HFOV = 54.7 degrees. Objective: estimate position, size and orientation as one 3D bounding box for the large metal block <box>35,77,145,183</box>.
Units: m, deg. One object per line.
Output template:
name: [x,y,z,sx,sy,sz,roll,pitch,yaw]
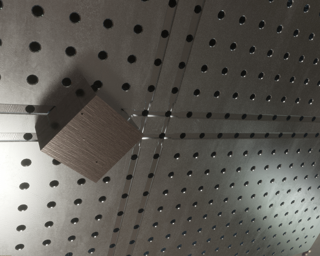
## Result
large metal block: [-0.080,0.004,0.355,0.080,0.050,0.080,-45,130,3]
